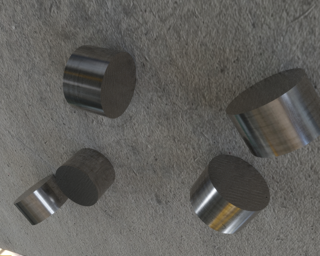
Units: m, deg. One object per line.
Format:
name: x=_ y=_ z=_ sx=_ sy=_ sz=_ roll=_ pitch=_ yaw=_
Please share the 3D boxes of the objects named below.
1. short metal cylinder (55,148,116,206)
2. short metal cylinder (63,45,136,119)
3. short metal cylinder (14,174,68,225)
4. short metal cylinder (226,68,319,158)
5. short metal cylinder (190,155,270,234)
short metal cylinder: x=-0.120 y=0.080 z=0.504 sx=0.080 sy=0.050 sz=0.079 roll=13 pitch=124 yaw=21
short metal cylinder: x=-0.070 y=-0.056 z=0.374 sx=0.050 sy=0.080 sz=0.079 roll=15 pitch=125 yaw=20
short metal cylinder: x=-0.215 y=0.130 z=0.565 sx=0.080 sy=0.080 sz=0.050 roll=-25 pitch=105 yaw=37
short metal cylinder: x=0.113 y=-0.015 z=0.302 sx=0.080 sy=0.080 sz=0.050 roll=-25 pitch=105 yaw=37
short metal cylinder: x=0.084 y=0.079 z=0.376 sx=0.080 sy=0.080 sz=0.050 roll=33 pitch=129 yaw=7
